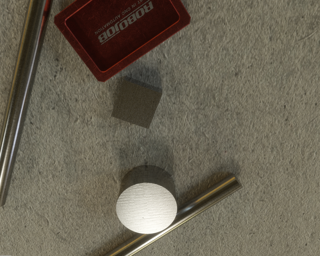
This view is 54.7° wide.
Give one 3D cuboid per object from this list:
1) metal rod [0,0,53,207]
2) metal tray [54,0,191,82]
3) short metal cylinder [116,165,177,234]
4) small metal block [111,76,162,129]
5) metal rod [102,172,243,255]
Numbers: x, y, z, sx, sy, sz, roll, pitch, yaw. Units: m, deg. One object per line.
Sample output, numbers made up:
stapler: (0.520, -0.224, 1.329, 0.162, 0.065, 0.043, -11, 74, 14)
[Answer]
metal rod: (-0.184, -0.025, 0.398, 0.025, 0.025, 0.298, 19, 109, -7)
metal tray: (-0.042, -0.126, 0.360, 0.130, 0.030, 0.090, -32, 107, 11)
short metal cylinder: (-0.018, 0.099, 0.433, 0.081, 0.050, 0.079, 0, 110, 0)
small metal block: (-0.029, -0.033, 0.397, 0.050, 0.025, 0.050, 20, 109, -7)
metal rod: (-0.010, 0.159, 0.467, 0.300, 0.025, 0.025, -36, 107, 12)
